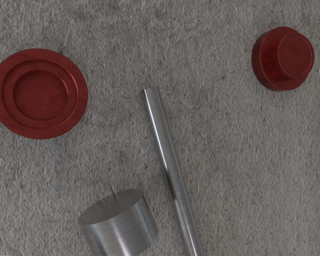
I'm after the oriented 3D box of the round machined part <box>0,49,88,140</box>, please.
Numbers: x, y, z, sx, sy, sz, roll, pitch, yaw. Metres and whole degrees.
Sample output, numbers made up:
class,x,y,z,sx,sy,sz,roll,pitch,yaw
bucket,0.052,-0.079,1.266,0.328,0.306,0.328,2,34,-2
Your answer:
class,x,y,z,sx,sy,sz,roll,pitch,yaw
round machined part,-0.134,-0.036,0.351,0.099,0.042,0.097,0,90,-20

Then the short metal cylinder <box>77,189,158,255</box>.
class,x,y,z,sx,sy,sz,roll,pitch,yaw
short metal cylinder,-0.048,0.113,0.362,0.081,0.080,0.050,-24,98,-19

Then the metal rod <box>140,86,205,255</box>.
class,x,y,z,sx,sy,sz,roll,pitch,yaw
metal rod,0.026,0.091,0.418,0.025,0.025,0.298,-18,96,-19

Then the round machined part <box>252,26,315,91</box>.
class,x,y,z,sx,sy,sz,roll,pitch,yaw
round machined part,0.193,-0.106,0.472,0.099,0.042,0.097,0,90,-20
